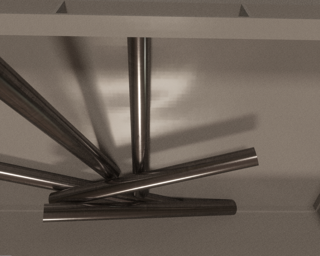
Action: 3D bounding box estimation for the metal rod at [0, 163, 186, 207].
[{"bbox_3d":[-0.104,0.099,0.491,0.302,0.025,0.025,15,129,-13],"label":"metal rod"}]

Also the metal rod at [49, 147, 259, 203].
[{"bbox_3d":[-0.017,0.073,0.436,0.301,0.025,0.025,-14,129,11],"label":"metal rod"}]

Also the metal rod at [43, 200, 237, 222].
[{"bbox_3d":[-0.018,0.126,0.476,0.302,0.025,0.025,4,131,-20],"label":"metal rod"}]

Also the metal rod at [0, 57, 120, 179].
[{"bbox_3d":[-0.102,0.007,0.336,0.025,0.025,0.299,-10,154,8],"label":"metal rod"}]

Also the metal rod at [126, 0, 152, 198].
[{"bbox_3d":[-0.025,-0.012,0.398,0.025,0.025,0.298,1,130,-2],"label":"metal rod"}]
